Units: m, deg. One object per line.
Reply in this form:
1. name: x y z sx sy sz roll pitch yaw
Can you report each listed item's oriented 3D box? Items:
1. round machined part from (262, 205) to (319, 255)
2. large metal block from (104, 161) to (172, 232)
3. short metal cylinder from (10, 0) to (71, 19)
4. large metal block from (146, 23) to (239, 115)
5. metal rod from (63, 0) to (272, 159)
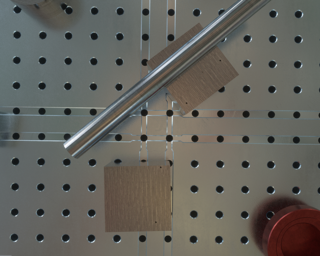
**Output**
1. round machined part: 0.183 0.149 0.406 0.099 0.042 0.097 0 90 0
2. large metal block: -0.027 0.086 0.401 0.081 0.050 0.080 -1 90 0
3. short metal cylinder: -0.160 -0.189 0.399 0.081 0.050 0.080 0 90 0
4. large metal block: 0.040 -0.073 0.401 0.080 0.050 0.080 -37 90 0
5. metal rod: 0.012 -0.069 0.363 0.300 0.025 0.025 -39 90 0
